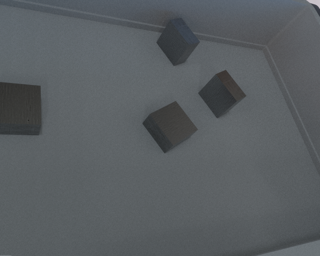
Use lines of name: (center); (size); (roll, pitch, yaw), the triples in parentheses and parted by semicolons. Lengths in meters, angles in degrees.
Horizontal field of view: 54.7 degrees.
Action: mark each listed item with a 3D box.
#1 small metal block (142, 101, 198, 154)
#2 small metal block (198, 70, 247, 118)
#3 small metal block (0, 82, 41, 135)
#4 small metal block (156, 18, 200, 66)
small metal block: (0.014, -0.002, 0.414); (0.050, 0.025, 0.050); (-29, 78, -38)
small metal block: (0.093, -0.051, 0.471); (0.025, 0.050, 0.050); (-27, 77, -37)
small metal block: (-0.157, -0.020, 0.334); (0.050, 0.025, 0.050); (2, 61, -27)
small metal block: (0.027, -0.135, 0.486); (0.025, 0.050, 0.050); (-26, 76, -37)
